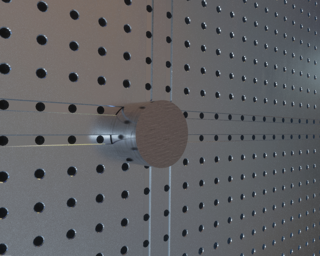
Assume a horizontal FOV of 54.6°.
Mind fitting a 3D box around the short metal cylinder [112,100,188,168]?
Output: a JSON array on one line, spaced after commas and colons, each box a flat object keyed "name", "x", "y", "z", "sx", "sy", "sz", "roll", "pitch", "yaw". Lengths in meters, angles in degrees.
[{"name": "short metal cylinder", "x": -0.012, "y": 0.007, "z": 0.382, "sx": 0.081, "sy": 0.050, "sz": 0.080, "roll": 0, "pitch": 90, "yaw": -40}]
